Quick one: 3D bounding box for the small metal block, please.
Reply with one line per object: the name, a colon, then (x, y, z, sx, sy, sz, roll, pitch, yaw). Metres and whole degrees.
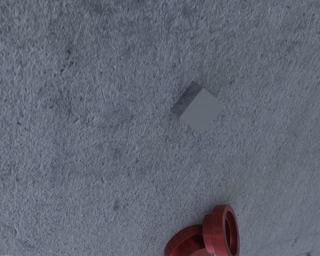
small metal block: (0.051, -0.028, 0.420, 0.050, 0.025, 0.050, 31, 101, -38)

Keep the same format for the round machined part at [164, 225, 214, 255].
round machined part: (0.061, 0.231, 0.575, 0.099, 0.042, 0.097, -14, 125, -21)

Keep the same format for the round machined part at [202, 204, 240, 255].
round machined part: (0.107, 0.187, 0.549, 0.042, 0.098, 0.098, -12, 135, 25)
